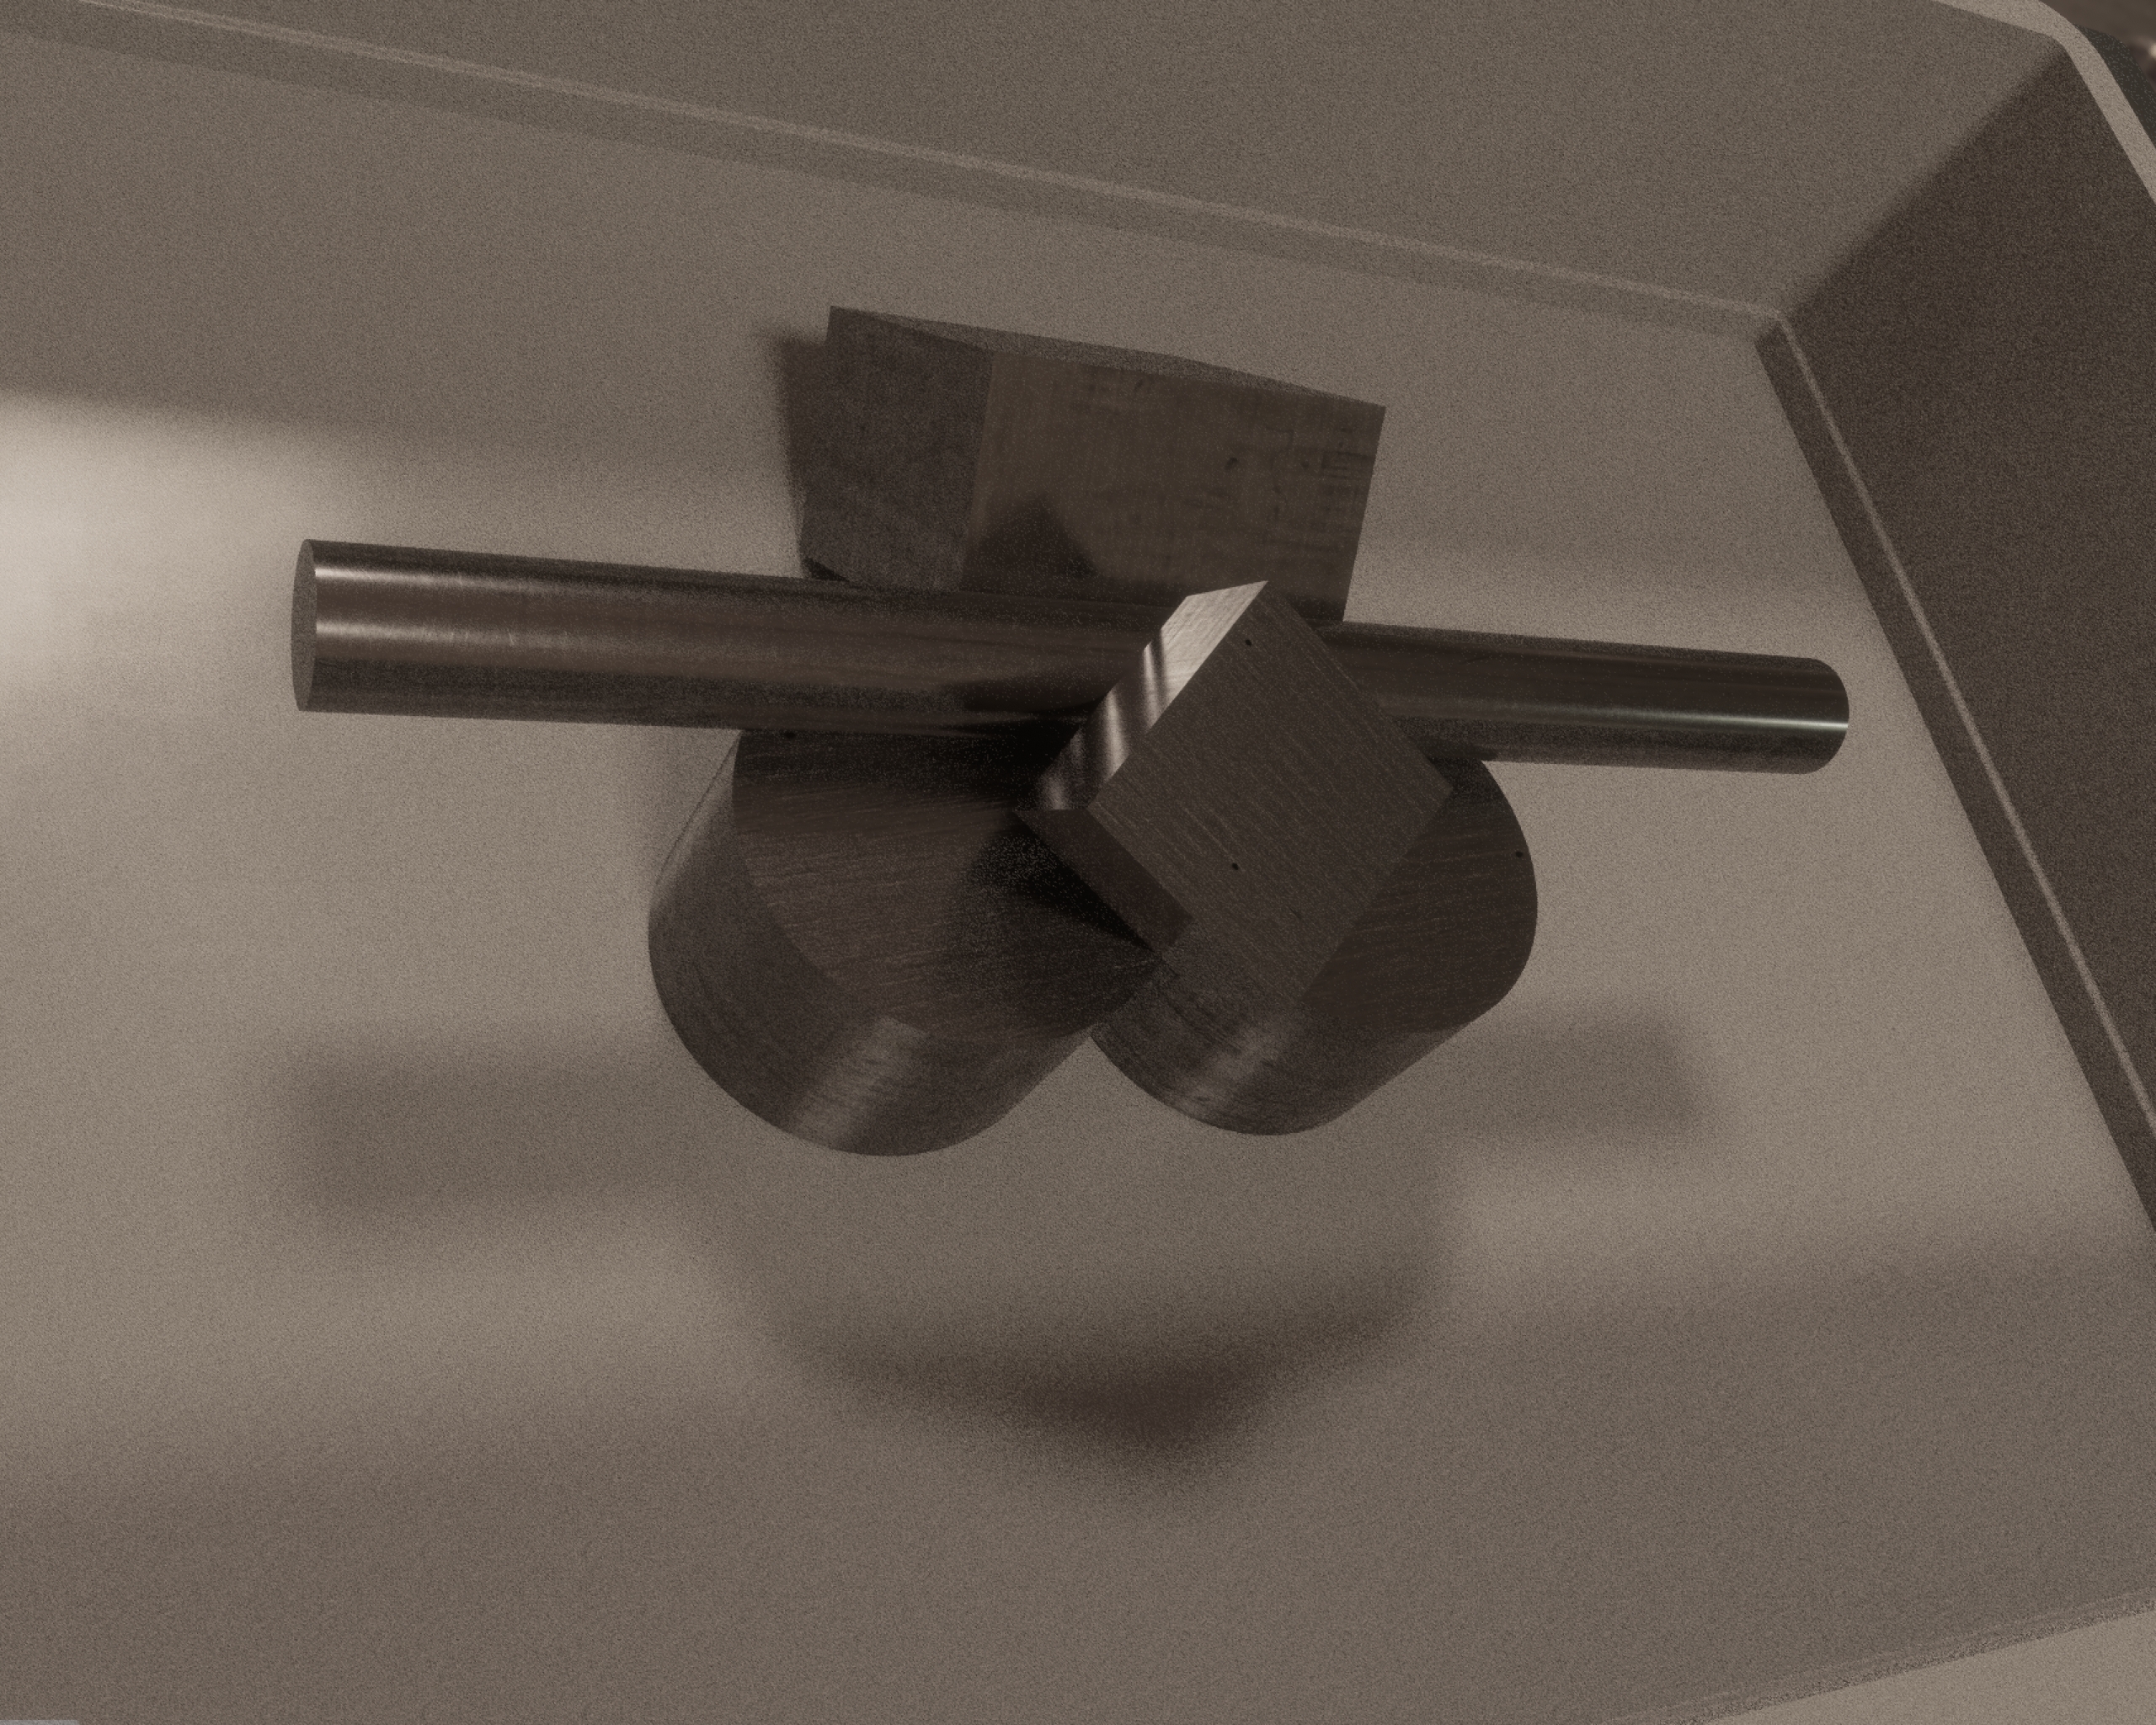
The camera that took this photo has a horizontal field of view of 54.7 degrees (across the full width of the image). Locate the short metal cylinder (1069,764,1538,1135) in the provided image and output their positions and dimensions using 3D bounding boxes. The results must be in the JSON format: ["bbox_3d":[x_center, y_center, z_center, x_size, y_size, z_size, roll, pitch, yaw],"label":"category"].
[{"bbox_3d":[0.042,0.007,0.408,0.081,0.050,0.080,14,56,-21],"label":"short metal cylinder"}]

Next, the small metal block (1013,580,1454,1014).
[{"bbox_3d":[0.027,-0.011,0.348,0.050,0.025,0.050,45,70,-21],"label":"small metal block"}]

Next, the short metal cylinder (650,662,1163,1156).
[{"bbox_3d":[-0.030,0.006,0.370,0.081,0.050,0.080,14,56,-21],"label":"short metal cylinder"}]

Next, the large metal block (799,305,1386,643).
[{"bbox_3d":[0.000,-0.074,0.408,0.081,0.050,0.080,1,18,-28],"label":"large metal block"}]

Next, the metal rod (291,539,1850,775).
[{"bbox_3d":[0.021,-0.033,0.373,0.303,0.025,0.025,1,62,-28],"label":"metal rod"}]
